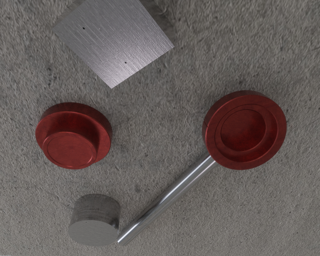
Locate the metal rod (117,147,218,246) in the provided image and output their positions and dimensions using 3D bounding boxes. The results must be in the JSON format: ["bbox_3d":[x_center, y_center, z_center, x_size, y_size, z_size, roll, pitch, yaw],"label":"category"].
[{"bbox_3d":[0.012,0.116,0.505,0.025,0.025,0.298,27,125,-21],"label":"metal rod"}]

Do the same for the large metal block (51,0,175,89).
[{"bbox_3d":[-0.042,-0.099,0.306,0.080,0.050,0.080,-30,124,22],"label":"large metal block"}]

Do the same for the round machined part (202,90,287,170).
[{"bbox_3d":[0.100,0.000,0.385,0.099,0.042,0.097,-2,113,-5],"label":"round machined part"}]

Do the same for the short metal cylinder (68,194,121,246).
[{"bbox_3d":[-0.109,0.156,0.523,0.081,0.050,0.079,0,130,0],"label":"short metal cylinder"}]

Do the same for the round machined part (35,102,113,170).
[{"bbox_3d":[-0.114,0.017,0.410,0.099,0.042,0.097,0,130,0],"label":"round machined part"}]
